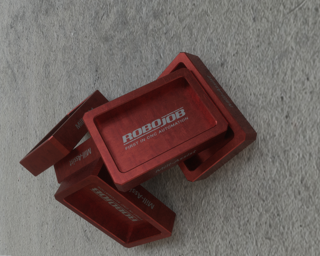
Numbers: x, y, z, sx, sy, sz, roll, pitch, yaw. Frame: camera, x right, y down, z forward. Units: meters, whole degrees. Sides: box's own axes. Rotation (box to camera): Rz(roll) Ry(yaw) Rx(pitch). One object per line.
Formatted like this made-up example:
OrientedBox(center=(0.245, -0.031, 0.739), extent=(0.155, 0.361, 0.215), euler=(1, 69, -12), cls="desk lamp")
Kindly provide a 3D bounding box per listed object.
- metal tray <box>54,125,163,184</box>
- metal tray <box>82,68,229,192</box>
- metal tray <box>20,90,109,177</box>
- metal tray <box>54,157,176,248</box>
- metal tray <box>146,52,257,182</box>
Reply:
OrientedBox(center=(-0.070, 0.036, 0.420), extent=(0.130, 0.091, 0.030), euler=(-31, 71, 35), cls="metal tray")
OrientedBox(center=(-0.005, -0.001, 0.336), extent=(0.131, 0.030, 0.090), euler=(-27, 67, -11), cls="metal tray")
OrientedBox(center=(-0.135, 0.004, 0.453), extent=(0.090, 0.130, 0.030), euler=(-30, 110, 35), cls="metal tray")
OrientedBox(center=(-0.055, 0.100, 0.393), extent=(0.090, 0.130, 0.030), euler=(-31, 26, 36), cls="metal tray")
OrientedBox(center=(0.040, -0.014, 0.369), extent=(0.090, 0.030, 0.130), euler=(-46, 63, 30), cls="metal tray")
